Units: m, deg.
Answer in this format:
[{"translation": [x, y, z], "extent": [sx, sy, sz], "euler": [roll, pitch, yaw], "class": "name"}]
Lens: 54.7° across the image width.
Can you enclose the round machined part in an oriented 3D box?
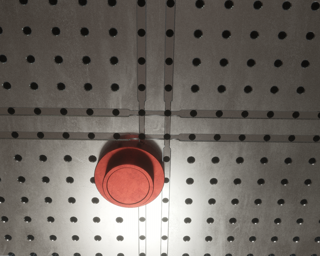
[{"translation": [-0.042, 0.071, 0.430], "extent": [0.099, 0.042, 0.097], "euler": [0, 110, -1], "class": "round machined part"}]
